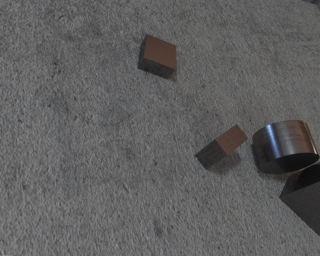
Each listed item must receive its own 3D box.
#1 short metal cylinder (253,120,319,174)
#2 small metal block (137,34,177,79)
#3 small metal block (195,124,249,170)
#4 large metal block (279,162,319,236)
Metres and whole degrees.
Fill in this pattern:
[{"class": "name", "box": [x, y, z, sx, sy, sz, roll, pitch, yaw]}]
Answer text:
[{"class": "short metal cylinder", "box": [0.181, 0.030, 0.451, 0.081, 0.080, 0.050, 8, 59, -25]}, {"class": "small metal block", "box": [-0.004, -0.108, 0.469, 0.050, 0.025, 0.050, 17, 55, -19]}, {"class": "small metal block", "box": [0.083, 0.026, 0.419, 0.050, 0.050, 0.025, -30, 79, -38]}, {"class": "large metal block", "box": [0.234, 0.098, 0.438, 0.080, 0.080, 0.050, 44, 51, 2]}]
